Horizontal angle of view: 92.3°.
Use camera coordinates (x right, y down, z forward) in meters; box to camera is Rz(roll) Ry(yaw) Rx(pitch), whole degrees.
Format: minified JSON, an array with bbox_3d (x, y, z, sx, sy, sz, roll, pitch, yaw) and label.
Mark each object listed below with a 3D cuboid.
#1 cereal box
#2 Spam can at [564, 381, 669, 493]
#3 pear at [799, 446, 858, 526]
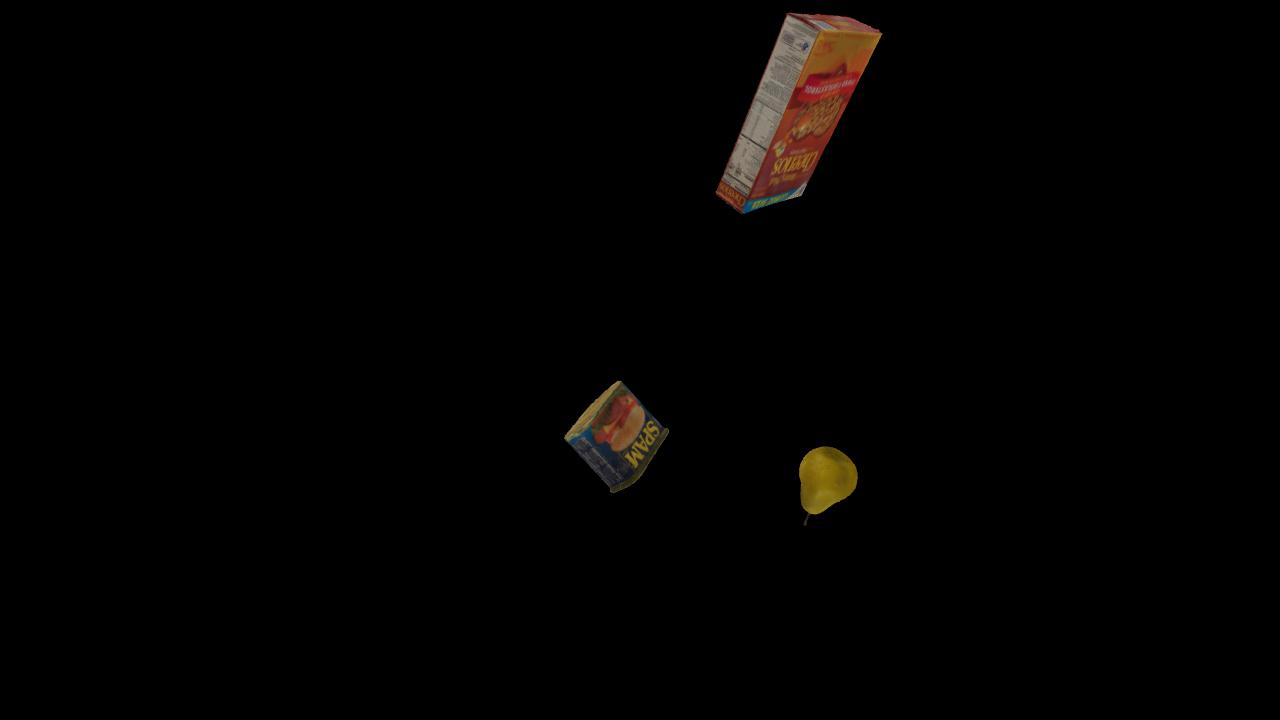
[{"bbox_3d":[0.263,-0.410,1.041,0.203,0.306,0.081,-25,57,-41],"label":"cereal box"},{"bbox_3d":[-0.026,0.086,0.707,0.058,0.085,0.101,-35,11,41],"label":"Spam can"},{"bbox_3d":[0.253,0.178,0.863,0.080,0.111,0.080,22,22,-9],"label":"pear"}]
